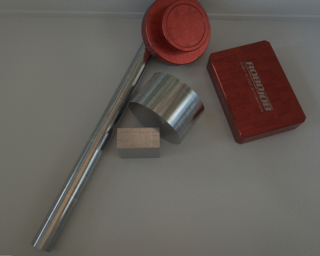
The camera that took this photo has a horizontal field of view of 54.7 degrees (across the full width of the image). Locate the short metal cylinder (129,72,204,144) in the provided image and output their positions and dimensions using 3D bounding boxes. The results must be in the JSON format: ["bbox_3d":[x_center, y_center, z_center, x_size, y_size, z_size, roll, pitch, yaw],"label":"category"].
[{"bbox_3d":[0.008,-0.024,0.389,0.080,0.080,0.050,35,74,11],"label":"short metal cylinder"}]

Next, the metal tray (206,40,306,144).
[{"bbox_3d":[0.129,-0.051,0.427,0.091,0.030,0.130,-15,71,-6],"label":"metal tray"}]

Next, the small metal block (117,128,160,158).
[{"bbox_3d":[-0.026,0.020,0.389,0.050,0.050,0.025,-1,70,-1],"label":"small metal block"}]

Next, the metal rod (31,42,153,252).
[{"bbox_3d":[-0.076,0.010,0.405,0.025,0.025,0.300,23,71,8],"label":"metal rod"}]

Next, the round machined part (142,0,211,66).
[{"bbox_3d":[0.028,-0.137,0.427,0.099,0.042,0.097,-2,96,-21],"label":"round machined part"}]
